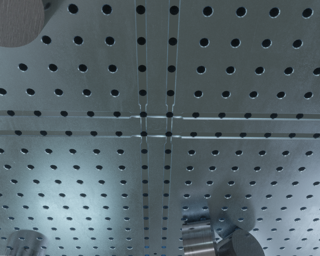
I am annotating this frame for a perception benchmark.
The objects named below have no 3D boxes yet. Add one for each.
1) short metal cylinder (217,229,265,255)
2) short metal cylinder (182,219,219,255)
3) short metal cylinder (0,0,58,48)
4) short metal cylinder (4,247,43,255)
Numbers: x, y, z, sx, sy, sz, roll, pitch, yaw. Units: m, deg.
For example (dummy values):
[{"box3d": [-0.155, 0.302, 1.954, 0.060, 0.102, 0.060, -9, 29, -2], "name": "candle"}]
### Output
[{"box3d": [0.150, 0.239, 0.580, 0.080, 0.080, 0.050, 26, 125, -21], "name": "short metal cylinder"}, {"box3d": [0.073, 0.208, 0.553, 0.050, 0.080, 0.080, -12, 129, 10], "name": "short metal cylinder"}, {"box3d": [-0.142, -0.123, 0.289, 0.081, 0.050, 0.079, 0, 130, 0], "name": "short metal cylinder"}, {"box3d": [-0.288, 0.291, 0.640, 0.081, 0.050, 0.079, 0, 130, 0], "name": "short metal cylinder"}]
